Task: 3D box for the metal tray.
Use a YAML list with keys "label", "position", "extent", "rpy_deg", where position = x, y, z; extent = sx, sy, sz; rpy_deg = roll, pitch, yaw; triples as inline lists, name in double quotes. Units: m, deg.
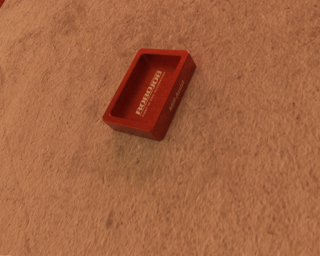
- label: "metal tray"
  position: [-0.014, -0.052, 0.440]
  extent: [0.090, 0.030, 0.130]
  rpy_deg: [12, 68, 33]
